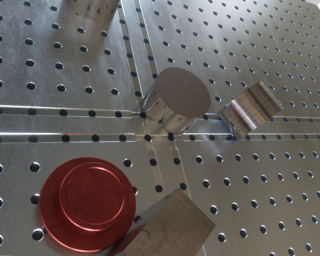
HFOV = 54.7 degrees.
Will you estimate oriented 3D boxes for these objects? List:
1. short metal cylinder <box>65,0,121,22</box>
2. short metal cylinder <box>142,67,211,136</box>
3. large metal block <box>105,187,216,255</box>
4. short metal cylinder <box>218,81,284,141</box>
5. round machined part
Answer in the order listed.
[{"bbox_3d":[-0.098,-0.209,0.467,0.081,0.050,0.080,14,56,-21],"label":"short metal cylinder"},{"bbox_3d":[0.022,-0.036,0.426,0.081,0.050,0.080,14,56,-21],"label":"short metal cylinder"},{"bbox_3d":[-0.005,0.114,0.301,0.050,0.080,0.080,46,51,3],"label":"large metal block"},{"bbox_3d":[0.134,-0.025,0.460,0.081,0.080,0.050,-27,77,-37],"label":"short metal cylinder"},{"bbox_3d":[-0.070,0.074,0.314,0.099,0.042,0.098,14,56,-21],"label":"round machined part"}]
